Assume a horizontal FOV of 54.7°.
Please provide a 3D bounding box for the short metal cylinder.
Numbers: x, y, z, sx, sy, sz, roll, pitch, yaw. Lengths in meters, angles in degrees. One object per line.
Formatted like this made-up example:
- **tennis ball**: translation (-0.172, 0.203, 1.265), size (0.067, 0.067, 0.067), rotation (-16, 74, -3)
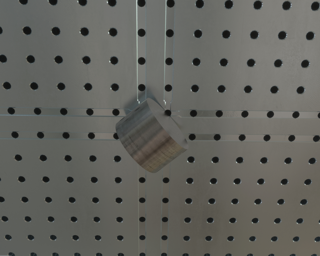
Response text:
- **short metal cylinder**: translation (-0.009, 0.009, 0.387), size (0.050, 0.080, 0.080), rotation (-38, 106, 13)
